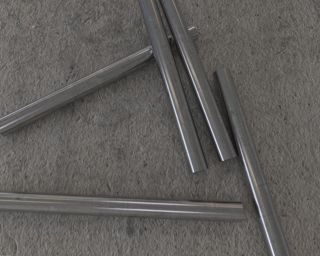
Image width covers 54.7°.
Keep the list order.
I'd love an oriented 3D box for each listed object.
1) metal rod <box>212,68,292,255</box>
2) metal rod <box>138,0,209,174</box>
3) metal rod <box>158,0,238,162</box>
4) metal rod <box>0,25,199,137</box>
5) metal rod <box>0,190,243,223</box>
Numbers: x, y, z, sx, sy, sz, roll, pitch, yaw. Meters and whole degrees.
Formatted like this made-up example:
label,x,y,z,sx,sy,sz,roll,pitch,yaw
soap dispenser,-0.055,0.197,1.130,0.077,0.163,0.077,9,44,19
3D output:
label,x,y,z,sx,sy,sz,roll,pitch,yaw
metal rod,0.117,0.059,0.386,0.025,0.025,0.299,-11,70,-4
metal rod,0.008,-0.087,0.417,0.025,0.025,0.299,-15,79,-5
metal rod,0.039,-0.099,0.422,0.025,0.025,0.299,-18,79,-6
metal rod,-0.080,-0.070,0.433,0.302,0.025,0.025,-29,73,-10
metal rod,-0.054,0.094,0.373,0.302,0.025,0.025,3,70,1
